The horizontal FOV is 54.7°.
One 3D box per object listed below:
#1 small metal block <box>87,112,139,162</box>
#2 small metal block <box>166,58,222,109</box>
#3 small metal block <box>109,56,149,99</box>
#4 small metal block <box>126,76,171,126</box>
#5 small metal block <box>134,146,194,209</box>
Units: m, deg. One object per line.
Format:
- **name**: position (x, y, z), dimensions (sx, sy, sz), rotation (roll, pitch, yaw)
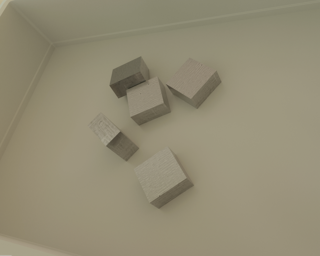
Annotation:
- **small metal block**: position (-0.062, 0.012, 0.413), dimensions (0.025, 0.050, 0.050), rotation (-47, 52, -4)
- **small metal block**: position (0.045, -0.061, 0.419), dimensions (0.050, 0.025, 0.050), rotation (-48, 52, -6)
- **small metal block**: position (-0.045, -0.077, 0.466), dimensions (0.050, 0.025, 0.050), rotation (-22, 35, 15)
- **small metal block**: position (-0.017, -0.038, 0.437), dimensions (0.050, 0.025, 0.050), rotation (-22, 54, 14)
- **small metal block**: position (0.004, 0.058, 0.367), dimensions (0.050, 0.025, 0.050), rotation (-35, 52, 5)
